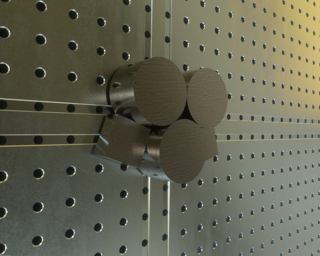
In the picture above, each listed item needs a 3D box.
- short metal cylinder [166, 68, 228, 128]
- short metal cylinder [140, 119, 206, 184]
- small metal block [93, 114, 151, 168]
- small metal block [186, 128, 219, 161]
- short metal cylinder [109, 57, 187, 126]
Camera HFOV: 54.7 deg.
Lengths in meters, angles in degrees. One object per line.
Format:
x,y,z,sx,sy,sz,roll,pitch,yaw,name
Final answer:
0.048,-0.040,0.429,0.081,0.050,0.079,0,90,-40,short metal cylinder
0.014,0.028,0.400,0.081,0.050,0.079,0,90,-40,short metal cylinder
-0.044,0.016,0.368,0.050,0.025,0.050,26,74,-37,small metal block
0.056,0.022,0.453,0.050,0.025,0.050,-18,102,-39,small metal block
-0.014,-0.042,0.377,0.081,0.050,0.079,0,90,-40,short metal cylinder
